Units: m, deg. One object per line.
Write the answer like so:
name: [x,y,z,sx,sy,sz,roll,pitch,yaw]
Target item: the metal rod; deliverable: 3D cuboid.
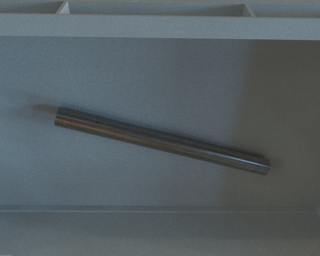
metal rod: [0.013,0.021,0.425,0.302,0.025,0.025,14,129,-12]
